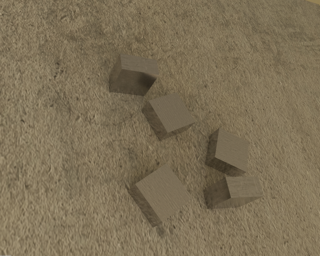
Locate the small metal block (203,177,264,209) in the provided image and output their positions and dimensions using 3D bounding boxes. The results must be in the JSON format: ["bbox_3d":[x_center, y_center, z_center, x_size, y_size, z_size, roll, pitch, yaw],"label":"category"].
[{"bbox_3d":[0.091,0.081,0.387,0.050,0.050,0.025,4,60,-26],"label":"small metal block"}]

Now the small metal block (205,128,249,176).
[{"bbox_3d":[0.094,0.035,0.433,0.050,0.025,0.050,26,53,-13],"label":"small metal block"}]

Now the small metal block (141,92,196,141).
[{"bbox_3d":[0.012,-0.016,0.419,0.050,0.025,0.050,-20,73,-36],"label":"small metal block"}]

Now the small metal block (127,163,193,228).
[{"bbox_3d":[0.000,0.077,0.357,0.050,0.025,0.050,-29,78,-38],"label":"small metal block"}]

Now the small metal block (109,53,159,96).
[{"bbox_3d":[-0.036,-0.069,0.410,0.050,0.050,0.025,5,60,-26],"label":"small metal block"}]
